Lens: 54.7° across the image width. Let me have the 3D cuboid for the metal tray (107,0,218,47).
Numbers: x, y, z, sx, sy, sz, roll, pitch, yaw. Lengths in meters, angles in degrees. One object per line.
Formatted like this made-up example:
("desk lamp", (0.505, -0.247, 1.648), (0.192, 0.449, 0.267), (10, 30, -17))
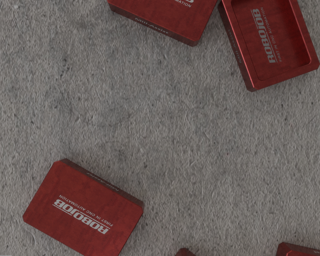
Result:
("metal tray", (0.008, -0.175, 0.407), (0.131, 0.030, 0.090), (24, 90, 0))

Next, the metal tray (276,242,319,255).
("metal tray", (0.217, 0.212, 0.409), (0.131, 0.030, 0.089), (12, 90, 0))

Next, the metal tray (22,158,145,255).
("metal tray", (-0.098, 0.110, 0.407), (0.130, 0.030, 0.090), (30, 90, 0))

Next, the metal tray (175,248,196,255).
("metal tray", (0.027, 0.239, 0.407), (0.090, 0.030, 0.130), (38, 90, 0))

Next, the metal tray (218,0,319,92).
("metal tray", (0.141, -0.123, 0.408), (0.090, 0.030, 0.129), (-20, 90, 0))
